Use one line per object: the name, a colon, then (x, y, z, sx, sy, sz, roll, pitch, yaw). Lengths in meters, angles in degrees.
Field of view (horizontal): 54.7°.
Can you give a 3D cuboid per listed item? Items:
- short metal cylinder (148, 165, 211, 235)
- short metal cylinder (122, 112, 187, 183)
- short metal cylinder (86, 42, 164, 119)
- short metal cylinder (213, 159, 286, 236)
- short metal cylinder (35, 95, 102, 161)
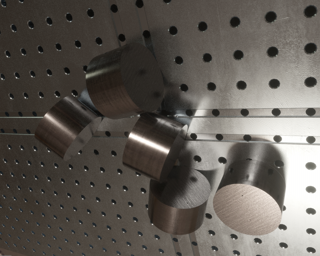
short metal cylinder: (0.025, 0.096, 0.421, 0.080, 0.080, 0.050, 17, 125, 18)
short metal cylinder: (-0.005, 0.023, 0.391, 0.050, 0.080, 0.079, 24, 127, 13)
short metal cylinder: (-0.039, -0.053, 0.362, 0.050, 0.080, 0.080, -11, 113, 32)
short metal cylinder: (0.113, 0.087, 0.389, 0.080, 0.050, 0.079, 13, 124, 20)
short metal cylinder: (-0.129, 0.000, 0.442, 0.050, 0.080, 0.080, 38, 129, 2)
